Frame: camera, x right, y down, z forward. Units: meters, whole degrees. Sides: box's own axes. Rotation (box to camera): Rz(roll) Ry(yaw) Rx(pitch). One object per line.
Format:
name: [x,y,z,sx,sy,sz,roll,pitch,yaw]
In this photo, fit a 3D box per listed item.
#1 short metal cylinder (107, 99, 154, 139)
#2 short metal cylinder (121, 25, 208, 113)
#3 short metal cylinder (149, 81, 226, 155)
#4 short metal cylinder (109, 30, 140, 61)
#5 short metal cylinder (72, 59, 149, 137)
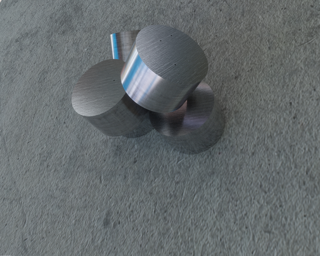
short metal cylinder: [-0.041,-0.032,0.429,0.080,0.050,0.080,-13,56,20]
short metal cylinder: [0.004,-0.063,0.332,0.050,0.081,0.080,127,147,-50]
short metal cylinder: [0.034,-0.014,0.378,0.080,0.050,0.080,-13,56,20]
short metal cylinder: [-0.029,-0.108,0.442,0.080,0.080,0.050,0,101,28]
short metal cylinder: [-0.058,-0.036,0.375,0.080,0.050,0.080,-13,56,20]
